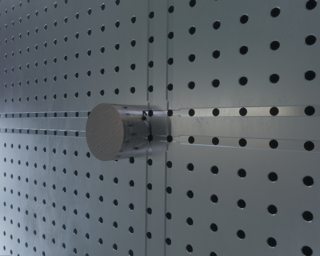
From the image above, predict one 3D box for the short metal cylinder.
[{"bbox_3d":[-0.061,0.006,0.445,0.080,0.050,0.080,0,90,40],"label":"short metal cylinder"}]
